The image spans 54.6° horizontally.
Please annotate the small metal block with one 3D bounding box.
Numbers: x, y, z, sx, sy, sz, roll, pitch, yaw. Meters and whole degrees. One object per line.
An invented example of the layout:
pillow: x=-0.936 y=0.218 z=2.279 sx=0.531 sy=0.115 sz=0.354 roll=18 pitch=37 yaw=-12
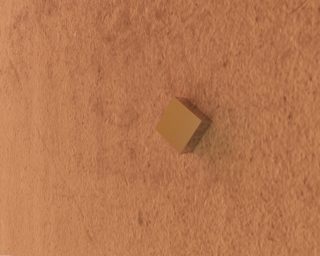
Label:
small metal block: x=0.028 y=-0.003 z=0.382 sx=0.050 sy=0.025 sz=0.050 roll=45 pitch=117 yaw=30
